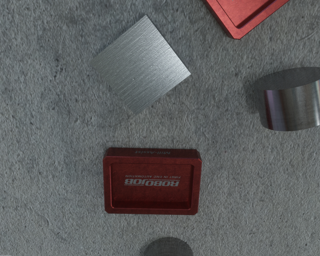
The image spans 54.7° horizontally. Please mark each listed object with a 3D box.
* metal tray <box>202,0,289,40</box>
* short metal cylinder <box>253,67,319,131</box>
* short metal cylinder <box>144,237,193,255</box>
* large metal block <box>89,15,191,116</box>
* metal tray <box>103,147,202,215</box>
[{"bbox_3d":[0.109,-0.174,0.343,0.130,0.030,0.090,-38,106,12],"label":"metal tray"},{"bbox_3d":[0.157,-0.036,0.369,0.080,0.080,0.050,-15,110,5],"label":"short metal cylinder"},{"bbox_3d":[0.014,0.217,0.477,0.081,0.050,0.079,0,110,0],"label":"short metal cylinder"},{"bbox_3d":[-0.022,-0.075,0.368,0.080,0.050,0.080,-36,106,12],"label":"large metal block"},{"bbox_3d":[-0.011,0.075,0.434,0.131,0.030,0.089,1,110,-1],"label":"metal tray"}]
